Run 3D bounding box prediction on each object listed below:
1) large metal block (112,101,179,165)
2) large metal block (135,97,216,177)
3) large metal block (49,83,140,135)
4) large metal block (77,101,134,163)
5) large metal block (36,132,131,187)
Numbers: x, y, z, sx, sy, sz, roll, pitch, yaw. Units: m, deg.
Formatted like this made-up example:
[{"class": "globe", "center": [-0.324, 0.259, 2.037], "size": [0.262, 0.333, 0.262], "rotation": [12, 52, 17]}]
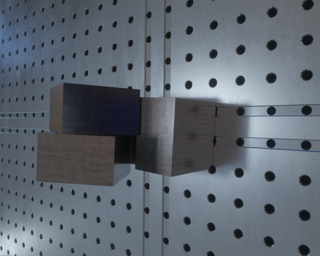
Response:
[{"class": "large metal block", "center": [-0.022, 0.004, 0.406], "size": [0.080, 0.050, 0.079], "rotation": [4, 92, 39]}, {"class": "large metal block", "center": [0.020, 0.008, 0.355], "size": [0.050, 0.081, 0.079], "rotation": [5, 93, 39]}, {"class": "large metal block", "center": [-0.077, -0.020, 0.351], "size": [0.080, 0.081, 0.050], "rotation": [6, 93, 62]}, {"class": "large metal block", "center": [-0.082, 0.004, 0.439], "size": [0.050, 0.081, 0.079], "rotation": [3, 92, 40]}, {"class": "large metal block", "center": [-0.081, 0.030, 0.351], "size": [0.080, 0.080, 0.050], "rotation": [3, 92, 6]}]
